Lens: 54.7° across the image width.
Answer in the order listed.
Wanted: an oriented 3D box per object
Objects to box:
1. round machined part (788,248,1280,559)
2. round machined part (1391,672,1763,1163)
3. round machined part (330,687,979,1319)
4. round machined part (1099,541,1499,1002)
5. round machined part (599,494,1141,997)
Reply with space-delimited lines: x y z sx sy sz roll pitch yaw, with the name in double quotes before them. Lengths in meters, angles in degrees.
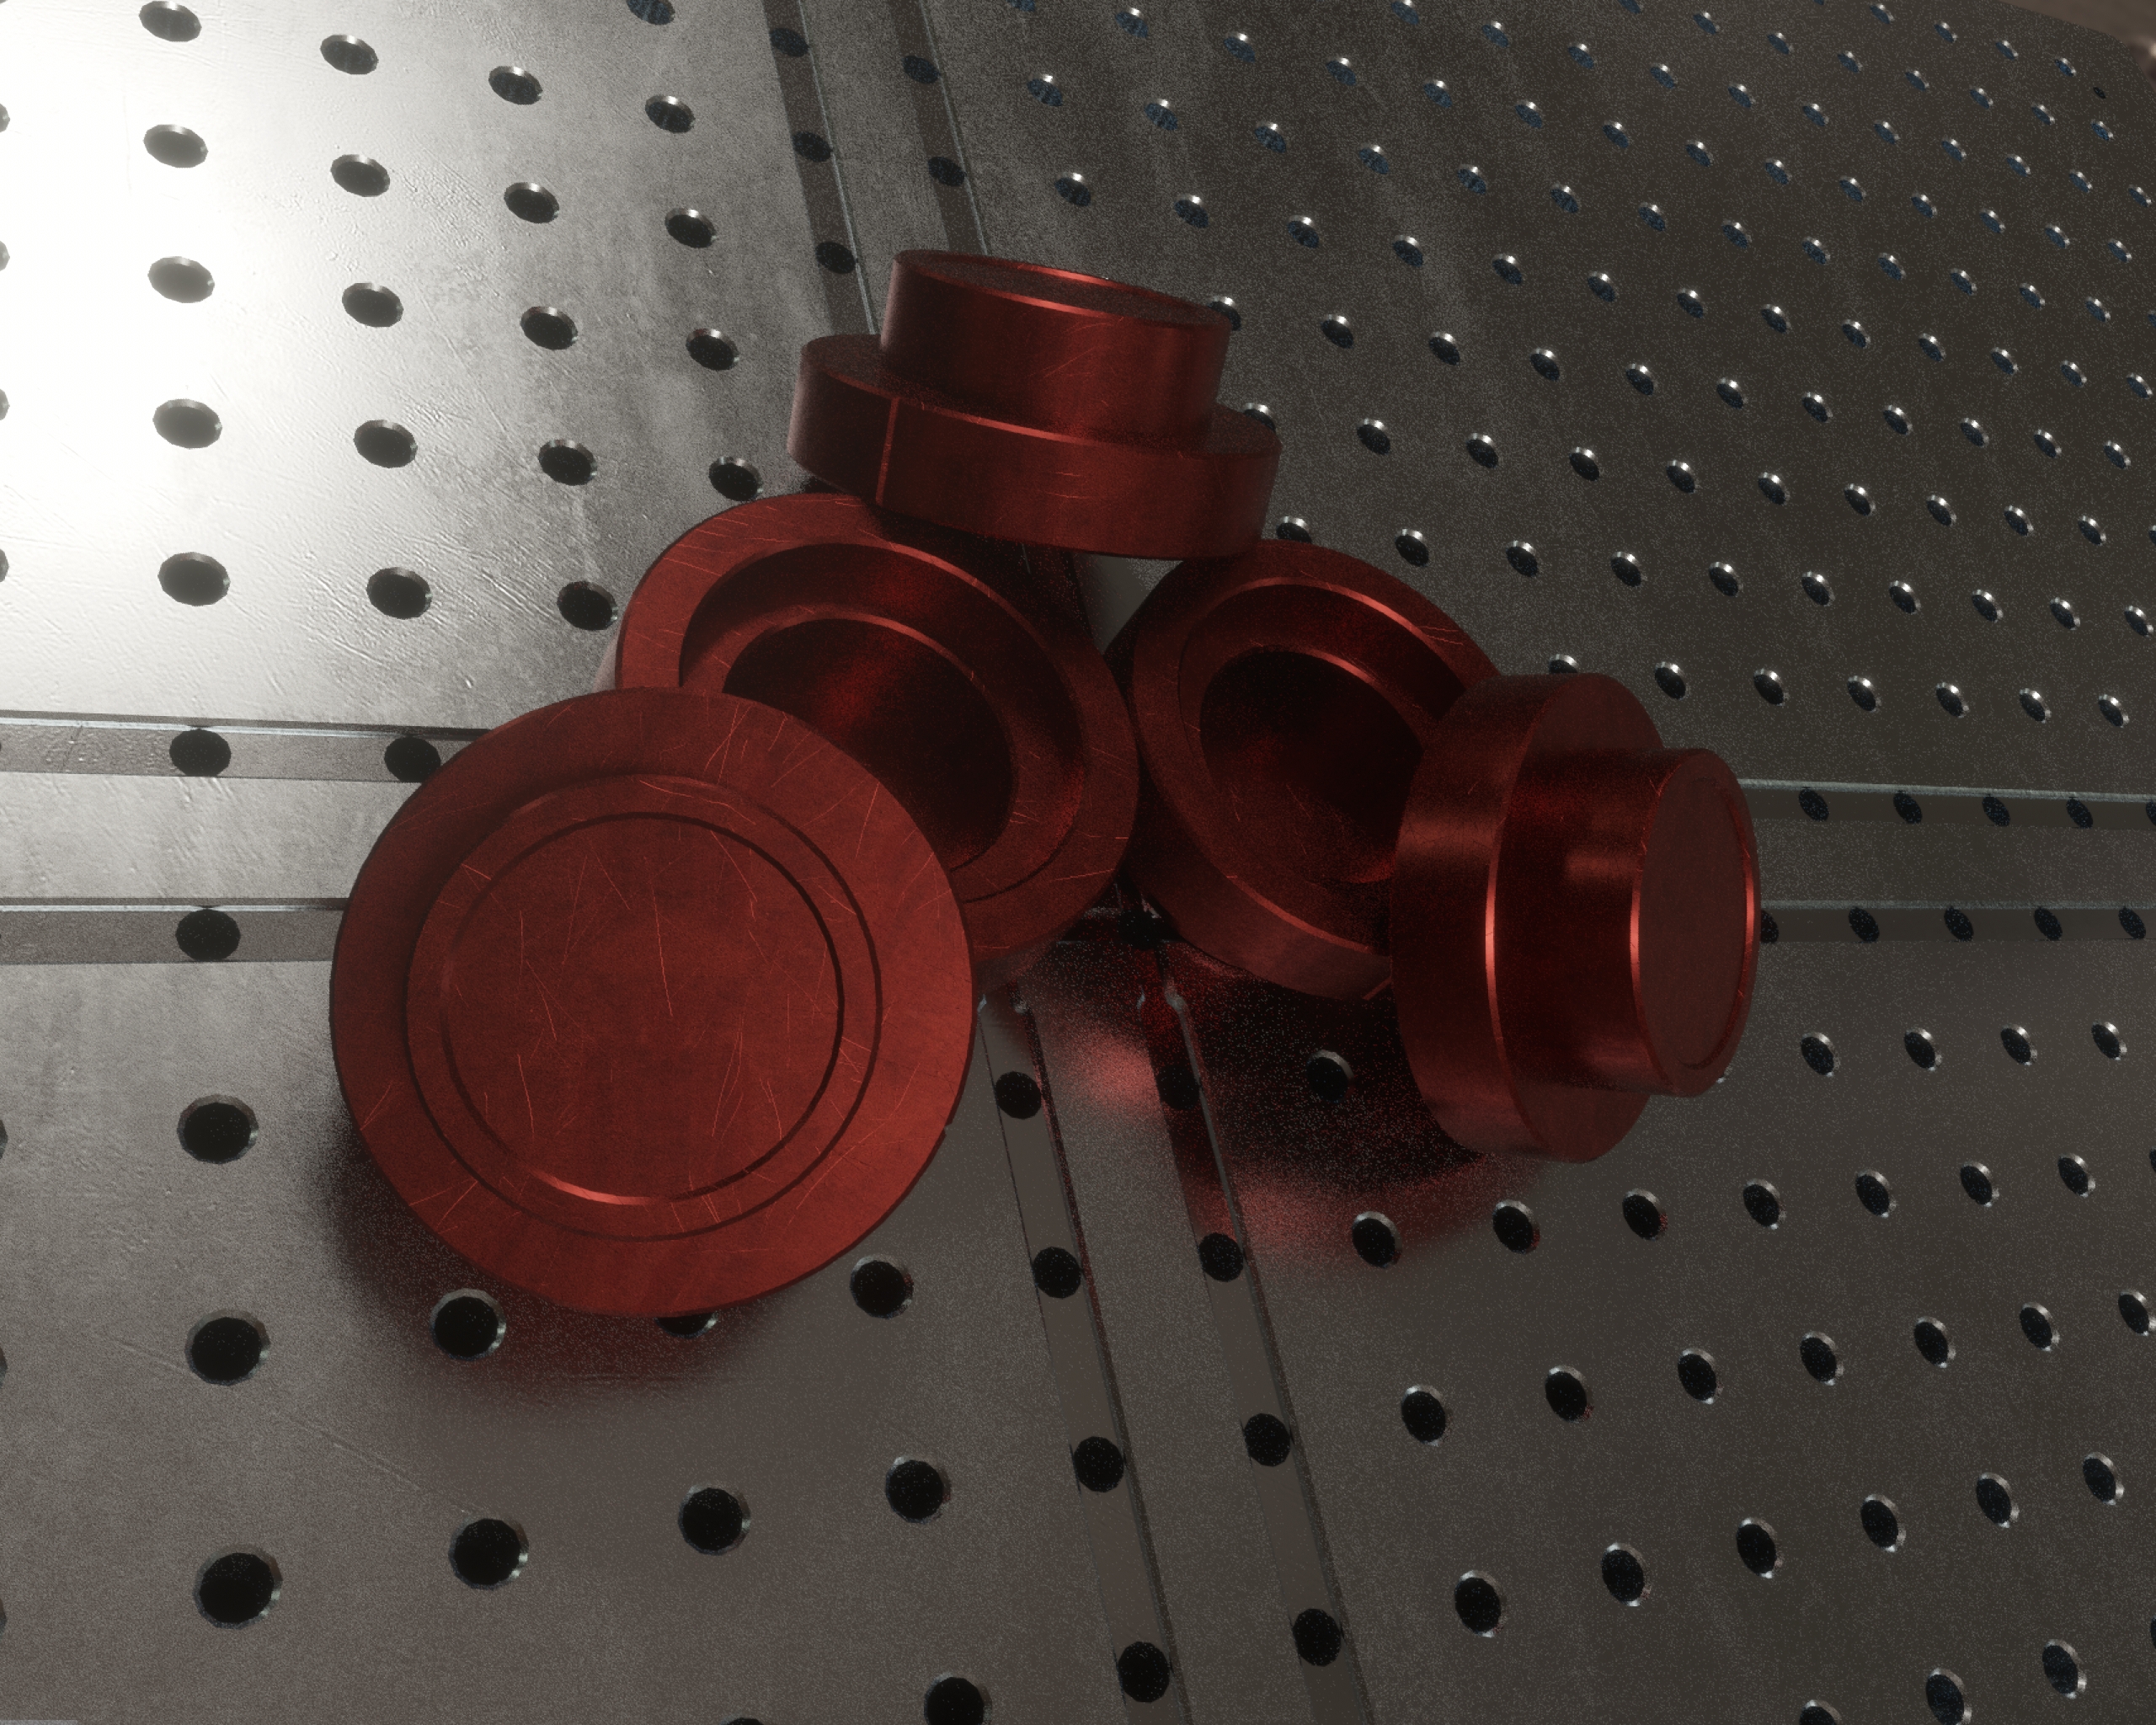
"round machined part" -0.007 -0.096 0.421 0.099 0.042 0.098 11 21 -4
"round machined part" 0.104 0.011 0.414 0.099 0.042 0.097 -3 94 -53
"round machined part" -0.064 0.021 0.321 0.099 0.042 0.097 0 89 -6
"round machined part" 0.045 -0.015 0.432 0.099 0.042 0.098 14 56 -21
"round machined part" -0.042 -0.016 0.385 0.099 0.042 0.098 14 56 -21
